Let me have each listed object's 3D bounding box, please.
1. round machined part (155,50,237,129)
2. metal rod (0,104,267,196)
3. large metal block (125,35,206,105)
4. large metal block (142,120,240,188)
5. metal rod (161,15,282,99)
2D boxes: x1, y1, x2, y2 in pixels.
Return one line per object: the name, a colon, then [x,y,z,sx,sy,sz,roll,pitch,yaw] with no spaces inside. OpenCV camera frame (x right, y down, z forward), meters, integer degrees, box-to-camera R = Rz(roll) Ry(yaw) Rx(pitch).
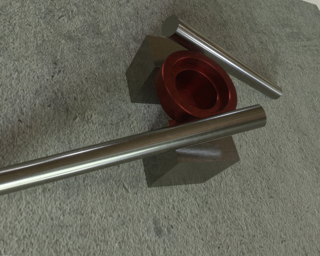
round machined part: [0.038,-0.040,0.366,0.099,0.042,0.098,14,56,-21]
metal rod: [-0.039,0.023,0.300,0.302,0.025,0.025,-14,67,-10]
large metal block: [0.008,-0.074,0.421,0.081,0.080,0.050,1,62,-28]
large metal block: [0.032,0.032,0.369,0.081,0.080,0.050,1,62,-28]
metal rod: [0.110,-0.088,0.452,0.302,0.025,0.025,14,53,-47]
